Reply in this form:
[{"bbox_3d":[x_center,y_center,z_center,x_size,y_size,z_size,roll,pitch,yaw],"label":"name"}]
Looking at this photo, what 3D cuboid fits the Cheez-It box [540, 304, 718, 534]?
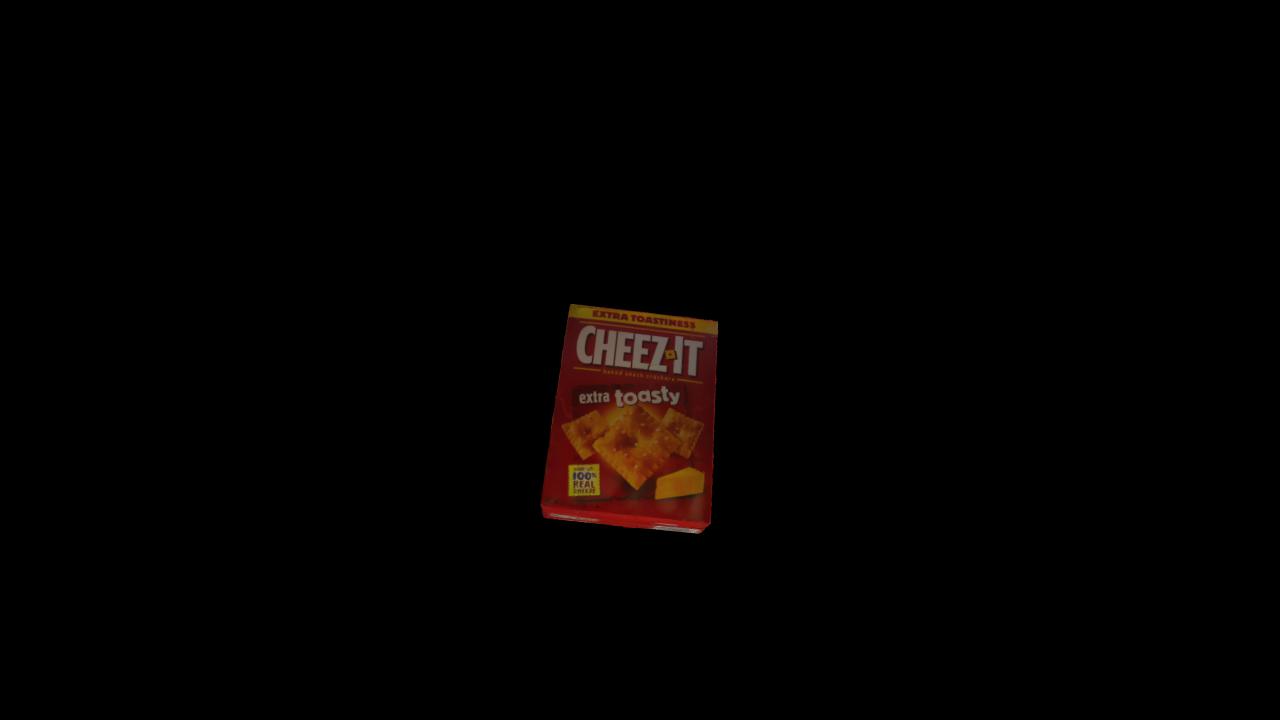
[{"bbox_3d":[-0.006,0.059,0.645,0.166,0.223,0.071,7,-25,-5],"label":"Cheez-It box"}]
